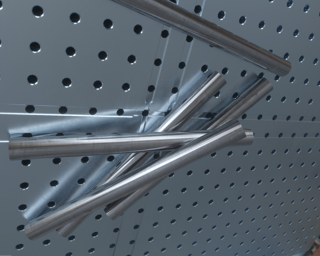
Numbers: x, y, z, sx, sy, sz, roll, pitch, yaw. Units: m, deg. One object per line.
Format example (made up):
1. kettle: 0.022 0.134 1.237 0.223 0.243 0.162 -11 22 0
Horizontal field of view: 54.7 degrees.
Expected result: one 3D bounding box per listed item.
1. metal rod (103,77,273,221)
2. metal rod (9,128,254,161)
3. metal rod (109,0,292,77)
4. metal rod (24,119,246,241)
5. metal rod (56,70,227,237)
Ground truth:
1. metal rod: 0.043 0.029 0.454 0.300 0.025 0.025 -39 130 -2
2. metal rod: -0.020 0.018 0.385 0.303 0.025 0.025 -2 120 -18
3. metal rod: 0.061 -0.115 0.375 0.302 0.025 0.025 12 112 -34
4. metal rod: -0.035 0.067 0.389 0.301 0.025 0.025 -27 130 6
5. metal rod: -0.027 0.036 0.419 0.300 0.025 0.025 -44 130 2
